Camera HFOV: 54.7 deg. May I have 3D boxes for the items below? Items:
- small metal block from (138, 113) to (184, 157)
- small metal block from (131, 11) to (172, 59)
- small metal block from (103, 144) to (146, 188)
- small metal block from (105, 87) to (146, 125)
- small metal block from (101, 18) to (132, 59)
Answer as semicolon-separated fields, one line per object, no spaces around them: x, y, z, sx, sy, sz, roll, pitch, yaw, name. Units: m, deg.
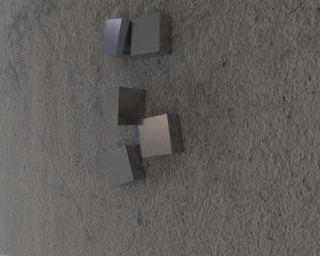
0.001;0.010;0.405;0.050;0.025;0.050;-12;83;39;small metal block
-0.012;-0.122;0.415;0.050;0.025;0.050;2;91;39;small metal block
-0.052;0.055;0.448;0.050;0.025;0.050;-24;75;37;small metal block
-0.047;-0.030;0.428;0.025;0.050;0.050;5;93;40;small metal block
-0.060;-0.128;0.446;0.050;0.025;0.050;24;105;53;small metal block
